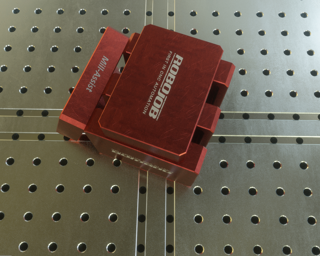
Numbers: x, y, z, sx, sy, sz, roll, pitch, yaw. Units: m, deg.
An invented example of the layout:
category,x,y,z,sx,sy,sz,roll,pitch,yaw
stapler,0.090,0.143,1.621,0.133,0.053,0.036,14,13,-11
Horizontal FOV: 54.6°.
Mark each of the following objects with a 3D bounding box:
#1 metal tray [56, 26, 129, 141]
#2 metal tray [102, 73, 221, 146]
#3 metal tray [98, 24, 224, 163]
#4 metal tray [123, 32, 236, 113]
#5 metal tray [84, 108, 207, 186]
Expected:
category,x,y,z,sx,sy,sz,roll,pitch,yaw
metal tray,-0.086,-0.053,0.393,0.030,0.090,0.130,27,71,-14
metal tray,0.001,-0.015,0.381,0.130,0.090,0.030,19,70,5
metal tray,0.004,-0.039,0.327,0.090,0.030,0.130,20,71,7
metal tray,0.022,-0.067,0.401,0.130,0.090,0.030,19,72,7
metal tray,-0.016,0.026,0.367,0.130,0.090,0.030,20,72,7
